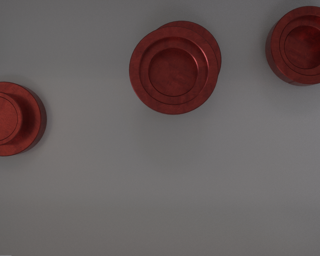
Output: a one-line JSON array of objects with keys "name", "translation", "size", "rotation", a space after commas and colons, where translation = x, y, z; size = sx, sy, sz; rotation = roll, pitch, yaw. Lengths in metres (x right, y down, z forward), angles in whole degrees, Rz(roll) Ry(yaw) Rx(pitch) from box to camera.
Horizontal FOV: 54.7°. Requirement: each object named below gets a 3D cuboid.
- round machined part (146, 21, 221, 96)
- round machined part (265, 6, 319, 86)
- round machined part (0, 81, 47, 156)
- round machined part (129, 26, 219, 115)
[{"name": "round machined part", "translation": [0.027, -0.084, 0.403], "size": [0.099, 0.042, 0.097], "rotation": [0, 90, 0]}, {"name": "round machined part", "translation": [0.186, -0.103, 0.404], "size": [0.099, 0.042, 0.097], "rotation": [0, 90, 0]}, {"name": "round machined part", "translation": [-0.204, -0.012, 0.401], "size": [0.099, 0.042, 0.097], "rotation": [0, 90, 0]}, {"name": "round machined part", "translation": [0.015, -0.064, 0.361], "size": [0.099, 0.042, 0.097], "rotation": [0, 90, 0]}]
